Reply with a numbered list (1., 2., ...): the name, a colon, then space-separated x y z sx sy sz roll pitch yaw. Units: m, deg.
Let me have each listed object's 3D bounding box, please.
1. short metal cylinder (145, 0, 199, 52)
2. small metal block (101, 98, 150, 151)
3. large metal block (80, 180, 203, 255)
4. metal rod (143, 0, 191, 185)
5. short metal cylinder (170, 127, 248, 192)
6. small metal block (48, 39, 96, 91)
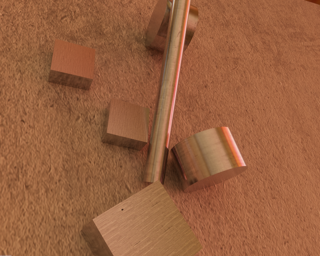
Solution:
1. short metal cylinder: 0.016 -0.155 0.472 0.050 0.080 0.080 16 56 -20
2. small metal block: -0.042 -0.004 0.383 0.050 0.025 0.050 15 56 -20
3. large metal block: -0.019 0.111 0.310 0.081 0.050 0.080 -25 76 -37
4. metal rod: 0.014 -0.079 0.398 0.025 0.025 0.299 14 75 -21
5. short metal cylinder: 0.058 0.039 0.376 0.081 0.080 0.050 -7 65 -31
6. small metal block: -0.111 -0.080 0.393 0.050 0.025 0.050 10 57 -23
